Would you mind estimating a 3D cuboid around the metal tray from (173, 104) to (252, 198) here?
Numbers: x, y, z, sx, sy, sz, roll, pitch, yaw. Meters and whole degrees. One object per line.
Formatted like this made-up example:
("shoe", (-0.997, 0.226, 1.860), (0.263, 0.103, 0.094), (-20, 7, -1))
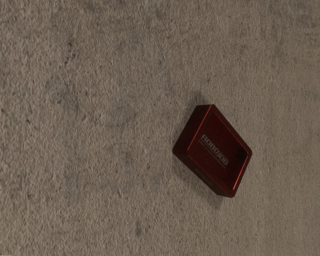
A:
("metal tray", (0.086, 0.037, 0.475), (0.130, 0.030, 0.090), (45, 63, -31))
